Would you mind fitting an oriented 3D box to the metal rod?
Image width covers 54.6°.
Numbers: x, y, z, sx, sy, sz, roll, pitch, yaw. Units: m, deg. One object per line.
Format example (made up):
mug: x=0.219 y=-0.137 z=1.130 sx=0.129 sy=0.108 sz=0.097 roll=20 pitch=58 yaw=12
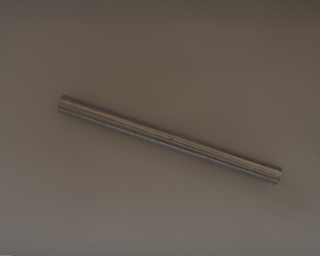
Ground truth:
metal rod: x=0.013 y=0.016 z=0.410 sx=0.301 sy=0.025 sz=0.025 roll=19 pitch=90 yaw=0
